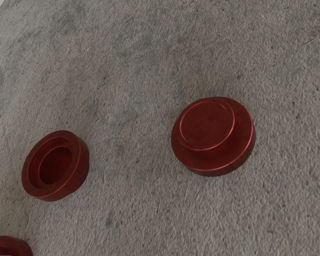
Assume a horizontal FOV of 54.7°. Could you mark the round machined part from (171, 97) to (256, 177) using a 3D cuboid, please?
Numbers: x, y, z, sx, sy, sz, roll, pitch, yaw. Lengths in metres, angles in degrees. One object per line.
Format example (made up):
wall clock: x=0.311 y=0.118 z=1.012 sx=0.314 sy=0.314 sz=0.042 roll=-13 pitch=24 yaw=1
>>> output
round machined part: x=0.058 y=0.004 z=0.361 sx=0.098 sy=0.042 sz=0.098 roll=-13 pitch=56 yaw=21

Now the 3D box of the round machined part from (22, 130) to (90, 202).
round machined part: x=-0.139 y=0.055 z=0.432 sx=0.098 sy=0.042 sz=0.098 roll=-13 pitch=56 yaw=21

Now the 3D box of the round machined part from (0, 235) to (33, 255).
round machined part: x=-0.213 y=0.186 z=0.391 sx=0.098 sy=0.042 sz=0.098 roll=-13 pitch=56 yaw=21
